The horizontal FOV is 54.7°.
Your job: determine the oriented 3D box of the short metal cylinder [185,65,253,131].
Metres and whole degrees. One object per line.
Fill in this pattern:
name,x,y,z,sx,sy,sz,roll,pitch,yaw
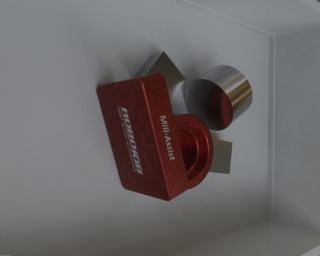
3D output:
short metal cylinder,0.083,-0.043,0.440,0.050,0.080,0.080,-36,113,-34

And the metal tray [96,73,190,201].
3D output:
metal tray,-0.021,0.010,0.346,0.030,0.090,0.129,-22,104,-38

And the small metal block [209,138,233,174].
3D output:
small metal block,0.084,0.043,0.477,0.050,0.025,0.050,12,82,-38

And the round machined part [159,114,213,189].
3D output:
round machined part,0.023,0.030,0.413,0.099,0.042,0.097,0,90,-40

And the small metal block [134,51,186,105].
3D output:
small metal block,-0.001,-0.063,0.406,0.050,0.025,0.050,47,62,-28
